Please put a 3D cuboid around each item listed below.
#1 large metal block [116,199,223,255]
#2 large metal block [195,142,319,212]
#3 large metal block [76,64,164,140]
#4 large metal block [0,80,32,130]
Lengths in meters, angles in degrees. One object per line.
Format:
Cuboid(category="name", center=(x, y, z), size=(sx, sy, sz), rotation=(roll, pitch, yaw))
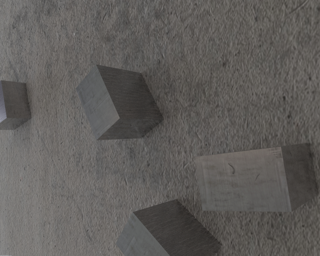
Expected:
Cuboid(category="large metal block", center=(0.011, 0.135, 0.360), size=(0.080, 0.081, 0.050), rotation=(41, 115, 32))
Cuboid(category="large metal block", center=(0.092, 0.045, 0.293), size=(0.080, 0.081, 0.050), rotation=(-12, 83, 39))
Cuboid(category="large metal block", center=(-0.053, -0.032, 0.413), size=(0.050, 0.081, 0.080), rotation=(-40, 66, 33))
Cuboid(category="large metal block", center=(-0.321, -0.046, 0.655), size=(0.080, 0.050, 0.080), rotation=(-23, 76, 37))
